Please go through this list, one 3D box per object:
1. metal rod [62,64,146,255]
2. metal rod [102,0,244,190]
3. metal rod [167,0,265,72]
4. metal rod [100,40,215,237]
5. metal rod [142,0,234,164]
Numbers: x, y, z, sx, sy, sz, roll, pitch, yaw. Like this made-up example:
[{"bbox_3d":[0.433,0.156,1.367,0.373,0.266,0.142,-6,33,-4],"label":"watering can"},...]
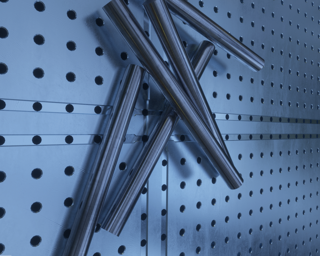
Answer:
[{"bbox_3d":[-0.071,0.066,0.351,0.025,0.025,0.299,27,73,-37],"label":"metal rod"},{"bbox_3d":[0.028,-0.030,0.402,0.025,0.025,0.300,-49,115,-29],"label":"metal rod"},{"bbox_3d":[0.046,-0.155,0.432,0.302,0.025,0.025,23,75,-33],"label":"metal rod"},{"bbox_3d":[0.007,-0.001,0.416,0.025,0.025,0.300,43,64,-32],"label":"metal rod"},{"bbox_3d":[0.053,-0.032,0.424,0.025,0.025,0.299,-49,127,-29],"label":"metal rod"}]
